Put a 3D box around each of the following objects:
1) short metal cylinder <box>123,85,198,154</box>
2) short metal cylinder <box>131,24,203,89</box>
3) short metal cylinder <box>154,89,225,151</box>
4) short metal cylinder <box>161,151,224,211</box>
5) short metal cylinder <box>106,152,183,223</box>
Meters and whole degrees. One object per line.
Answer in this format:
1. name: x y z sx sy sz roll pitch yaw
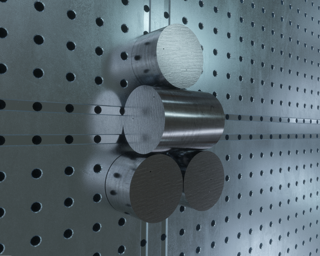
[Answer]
1. short metal cylinder: -0.001 -0.010 0.375 0.050 0.080 0.079 1 90 -40
2. short metal cylinder: 0.010 -0.089 0.403 0.081 0.050 0.079 0 90 -40
3. short metal cylinder: 0.037 -0.010 0.407 0.050 0.080 0.079 1 90 -40
4. short metal cylinder: 0.044 0.070 0.430 0.081 0.050 0.079 0 90 -40
5. short metal cylinder: -0.018 0.070 0.378 0.081 0.050 0.079 0 90 -40
